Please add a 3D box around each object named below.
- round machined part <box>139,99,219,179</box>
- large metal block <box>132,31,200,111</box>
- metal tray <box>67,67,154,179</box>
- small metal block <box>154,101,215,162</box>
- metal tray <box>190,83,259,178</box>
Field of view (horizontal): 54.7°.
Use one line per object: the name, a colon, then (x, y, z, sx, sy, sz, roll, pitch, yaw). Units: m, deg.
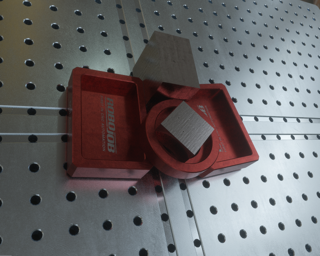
round machined part: (0.020, 0.017, 0.381, 0.099, 0.042, 0.098, 14, 56, -21)
large metal block: (0.004, -0.066, 0.411, 0.050, 0.080, 0.080, 6, 59, -25)
metal tray: (-0.061, -0.007, 0.371, 0.091, 0.030, 0.130, 6, 59, -25)
small metal block: (0.028, 0.004, 0.362, 0.050, 0.025, 0.050, 43, 51, 1)
metal tray: (0.075, -0.001, 0.441, 0.091, 0.030, 0.130, -7, 65, -31)
